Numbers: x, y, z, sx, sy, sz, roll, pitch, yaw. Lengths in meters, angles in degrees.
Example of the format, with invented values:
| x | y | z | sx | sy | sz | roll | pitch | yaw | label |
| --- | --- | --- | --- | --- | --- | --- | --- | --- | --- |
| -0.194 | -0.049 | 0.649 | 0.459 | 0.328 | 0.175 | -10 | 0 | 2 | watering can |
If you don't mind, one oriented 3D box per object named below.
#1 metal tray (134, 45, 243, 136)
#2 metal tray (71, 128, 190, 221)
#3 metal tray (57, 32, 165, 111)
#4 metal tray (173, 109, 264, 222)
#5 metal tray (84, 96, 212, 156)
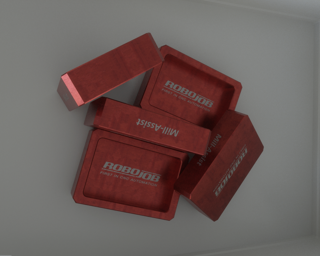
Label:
| x | y | z | sx | sy | sz | roll | pitch | yaw | label |
| --- | --- | --- | --- | --- | --- | --- | --- | --- | --- |
| 0.040 | -0.043 | 0.422 | 0.131 | 0.030 | 0.090 | 22 | 83 | -19 | metal tray |
| -0.035 | 0.059 | 0.393 | 0.131 | 0.030 | 0.090 | 17 | 84 | -20 | metal tray |
| -0.060 | -0.054 | 0.330 | 0.091 | 0.130 | 0.030 | -31 | 101 | -17 | metal tray |
| 0.084 | 0.051 | 0.417 | 0.130 | 0.030 | 0.090 | -53 | 135 | -12 | metal tray |
| -0.018 | 0.000 | 0.367 | 0.131 | 0.090 | 0.030 | 17 | 85 | -20 | metal tray |
